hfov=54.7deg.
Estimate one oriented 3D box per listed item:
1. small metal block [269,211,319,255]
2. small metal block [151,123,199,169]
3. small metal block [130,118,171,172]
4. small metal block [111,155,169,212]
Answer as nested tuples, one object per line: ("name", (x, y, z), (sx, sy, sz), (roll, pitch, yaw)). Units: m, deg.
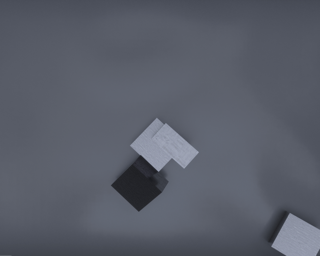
("small metal block", (0.180, 0.146, 0.407), (0.050, 0.025, 0.050), (29, 88, 14))
("small metal block", (0.017, 0.020, 0.374), (0.050, 0.050, 0.025), (42, 90, -1))
("small metal block", (-0.003, 0.022, 0.411), (0.050, 0.025, 0.050), (44, 90, -1))
("small metal block", (-0.026, 0.072, 0.400), (0.050, 0.025, 0.050), (44, 120, -1))
